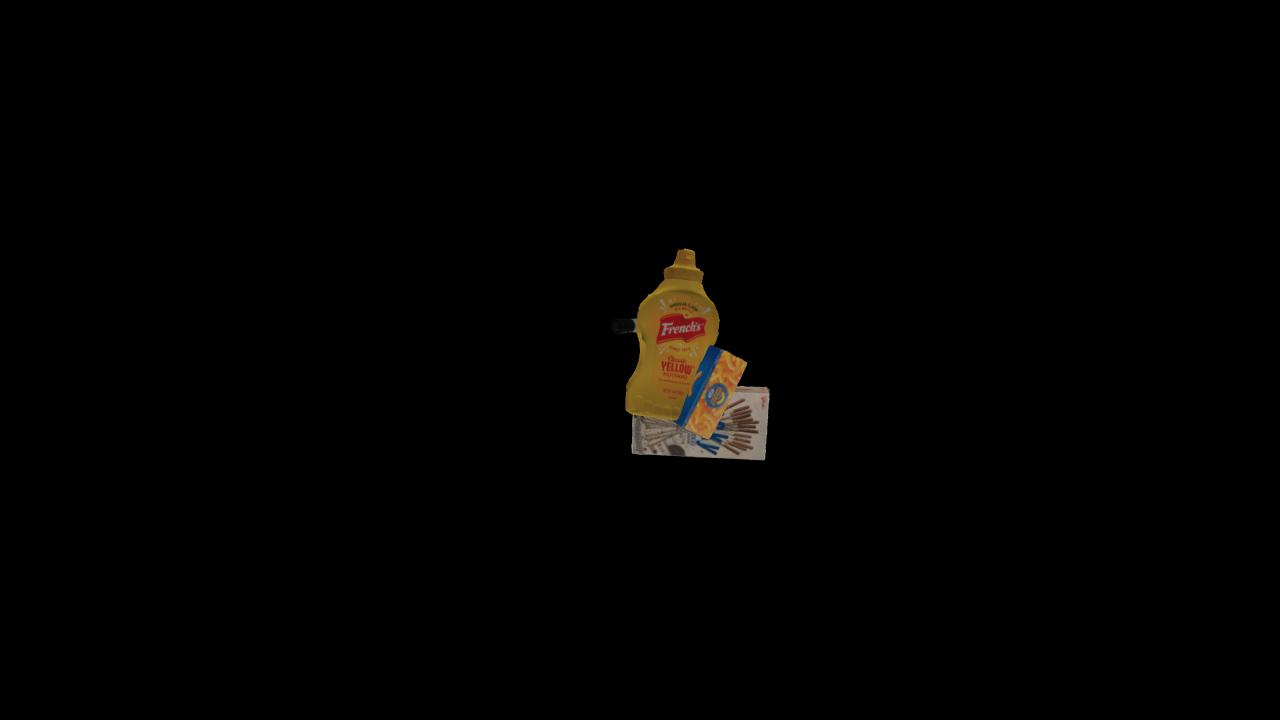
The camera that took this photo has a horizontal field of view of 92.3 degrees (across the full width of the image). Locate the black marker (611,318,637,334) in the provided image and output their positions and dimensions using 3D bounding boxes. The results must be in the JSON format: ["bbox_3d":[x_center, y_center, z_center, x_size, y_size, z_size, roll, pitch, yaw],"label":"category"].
[{"bbox_3d":[0.012,-0.044,0.761,0.121,0.020,0.020,-7,5,-45],"label":"black marker"}]

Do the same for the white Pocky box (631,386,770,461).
[{"bbox_3d":[0.068,0.070,0.705,0.154,0.084,0.028,2,15,4],"label":"white Pocky box"}]

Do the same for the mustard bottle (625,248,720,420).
[{"bbox_3d":[0.039,-0.028,0.661,0.092,0.184,0.054,8,-1,-3],"label":"mustard bottle"}]

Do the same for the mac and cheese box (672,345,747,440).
[{"bbox_3d":[0.049,0.021,0.711,0.041,0.093,0.184,28,1,-20],"label":"mac and cheese box"}]
